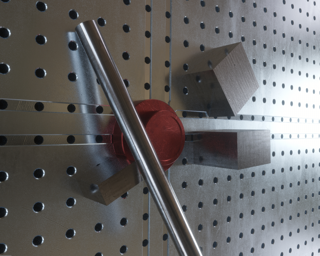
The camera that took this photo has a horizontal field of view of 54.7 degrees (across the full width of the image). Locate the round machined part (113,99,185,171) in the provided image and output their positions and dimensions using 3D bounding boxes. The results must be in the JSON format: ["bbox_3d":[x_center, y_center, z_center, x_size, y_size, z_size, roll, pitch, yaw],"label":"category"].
[{"bbox_3d":[-0.006,0.012,0.393,0.099,0.042,0.097,0,90,-40],"label":"round machined part"}]

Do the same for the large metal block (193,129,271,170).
[{"bbox_3d":[0.107,0.029,0.463,0.081,0.080,0.050,-3,92,-40],"label":"large metal block"}]

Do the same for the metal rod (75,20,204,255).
[{"bbox_3d":[-0.020,0.023,0.343,0.025,0.025,0.299,-25,91,-37],"label":"metal rod"}]

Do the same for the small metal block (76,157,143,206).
[{"bbox_3d":[-0.057,0.057,0.346,0.050,0.050,0.025,-31,110,-36],"label":"small metal block"}]

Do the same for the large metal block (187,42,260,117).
[{"bbox_3d":[0.099,-0.073,0.476,0.080,0.050,0.080,-46,118,-30],"label":"large metal block"}]
